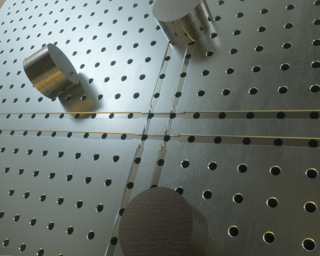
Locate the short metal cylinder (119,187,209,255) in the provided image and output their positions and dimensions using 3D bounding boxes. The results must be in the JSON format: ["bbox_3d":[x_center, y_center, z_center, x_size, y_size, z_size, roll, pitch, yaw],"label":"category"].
[{"bbox_3d":[0.005,0.108,0.323,0.080,0.050,0.080,-13,56,21],"label":"short metal cylinder"}]

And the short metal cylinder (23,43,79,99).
[{"bbox_3d":[-0.184,-0.096,0.529,0.050,0.080,0.080,-31,52,9],"label":"short metal cylinder"}]

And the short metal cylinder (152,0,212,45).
[{"bbox_3d":[0.035,-0.178,0.483,0.080,0.050,0.080,-13,56,21],"label":"short metal cylinder"}]
